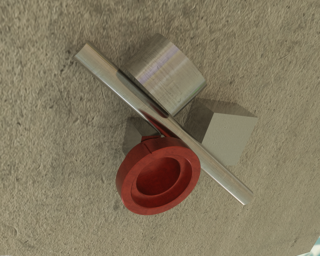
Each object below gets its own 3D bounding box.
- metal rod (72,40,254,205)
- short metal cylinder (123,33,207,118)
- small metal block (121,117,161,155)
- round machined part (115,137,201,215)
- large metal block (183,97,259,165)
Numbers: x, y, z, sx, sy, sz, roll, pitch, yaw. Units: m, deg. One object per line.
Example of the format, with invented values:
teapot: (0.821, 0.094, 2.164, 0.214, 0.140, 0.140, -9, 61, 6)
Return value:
metal rod: (0.021, 0.009, 0.379, 0.025, 0.025, 0.300, -47, 115, 4)
short metal cylinder: (0.005, -0.057, 0.342, 0.050, 0.080, 0.080, -45, 130, 2)
small metal block: (-0.025, 0.019, 0.392, 0.025, 0.050, 0.050, -2, 120, -28)
round machined part: (-0.005, 0.051, 0.364, 0.099, 0.042, 0.097, -14, 126, -20)
large metal block: (0.080, 0.006, 0.442, 0.081, 0.050, 0.079, 4, 116, -31)
